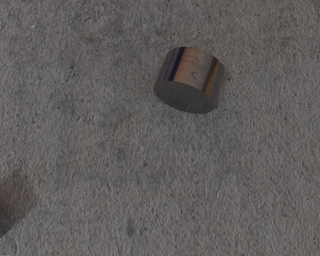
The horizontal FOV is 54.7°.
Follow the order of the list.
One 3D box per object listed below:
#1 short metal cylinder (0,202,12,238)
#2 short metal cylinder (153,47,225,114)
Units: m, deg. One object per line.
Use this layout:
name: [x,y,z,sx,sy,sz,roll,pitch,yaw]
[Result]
short metal cylinder: [-0.214,0.106,0.339,0.080,0.080,0.050,-37,74,-12]
short metal cylinder: [0.038,-0.059,0.401,0.080,0.080,0.050,18,71,6]
